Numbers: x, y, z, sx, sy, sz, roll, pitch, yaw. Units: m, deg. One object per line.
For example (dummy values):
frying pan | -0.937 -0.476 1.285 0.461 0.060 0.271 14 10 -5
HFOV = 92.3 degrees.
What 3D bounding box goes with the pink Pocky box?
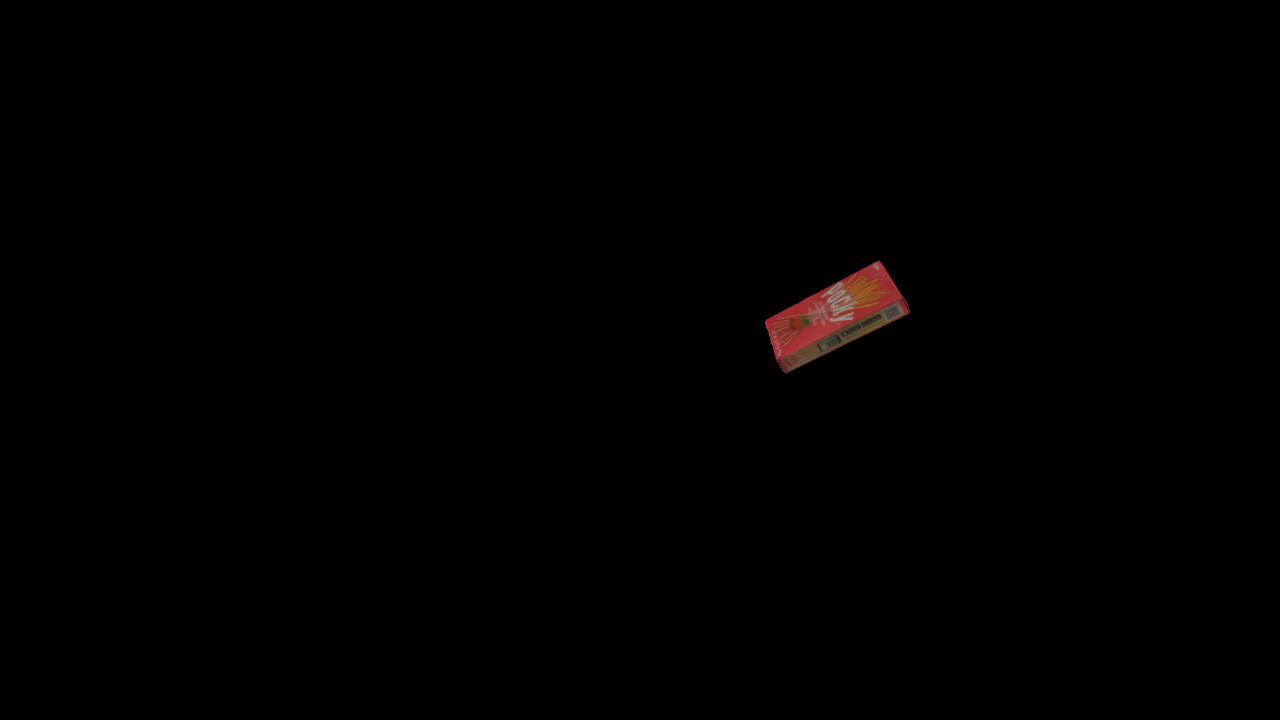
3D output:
pink Pocky box | 0.227 -0.051 0.725 0.155 0.029 0.084 -28 34 20
